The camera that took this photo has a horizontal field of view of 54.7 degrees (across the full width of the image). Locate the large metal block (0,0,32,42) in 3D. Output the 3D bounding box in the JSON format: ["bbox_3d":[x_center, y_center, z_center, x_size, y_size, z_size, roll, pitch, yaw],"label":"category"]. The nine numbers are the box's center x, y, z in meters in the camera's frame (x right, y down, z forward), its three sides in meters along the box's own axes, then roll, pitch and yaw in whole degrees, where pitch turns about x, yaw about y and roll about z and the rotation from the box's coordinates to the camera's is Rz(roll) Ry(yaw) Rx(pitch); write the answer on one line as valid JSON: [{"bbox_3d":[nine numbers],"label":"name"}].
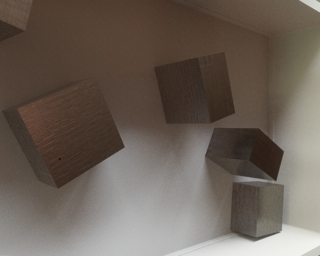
[{"bbox_3d":[-0.154,-0.107,0.237,0.080,0.080,0.050,18,79,-46],"label":"large metal block"}]

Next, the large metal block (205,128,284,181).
[{"bbox_3d":[0.132,0.040,0.485,0.080,0.080,0.050,34,69,-35],"label":"large metal block"}]

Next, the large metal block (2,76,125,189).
[{"bbox_3d":[-0.094,0.002,0.312,0.081,0.050,0.080,-33,111,-35],"label":"large metal block"}]

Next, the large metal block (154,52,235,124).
[{"bbox_3d":[0.045,-0.051,0.411,0.050,0.080,0.079,-21,104,-38],"label":"large metal block"}]

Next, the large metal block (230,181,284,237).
[{"bbox_3d":[0.169,0.136,0.536,0.081,0.050,0.080,7,86,-40],"label":"large metal block"}]
